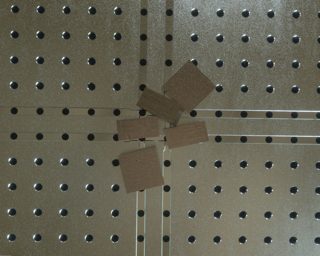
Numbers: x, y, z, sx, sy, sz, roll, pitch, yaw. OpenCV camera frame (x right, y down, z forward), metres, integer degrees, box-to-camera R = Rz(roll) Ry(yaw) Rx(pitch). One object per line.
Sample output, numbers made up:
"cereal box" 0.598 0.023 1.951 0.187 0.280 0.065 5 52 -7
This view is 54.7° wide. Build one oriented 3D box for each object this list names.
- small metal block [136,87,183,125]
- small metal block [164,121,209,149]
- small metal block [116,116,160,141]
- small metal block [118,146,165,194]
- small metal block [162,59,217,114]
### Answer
"small metal block" 0.002 -0.026 0.397 0.050 0.050 0.025 27 90 8
"small metal block" 0.032 0.008 0.401 0.050 0.050 0.025 -12 91 0
"small metal block" -0.027 0.000 0.401 0.050 0.050 0.025 -6 91 0
"small metal block" -0.024 0.055 0.413 0.050 0.025 0.050 -13 90 -1
"small metal block" 0.038 -0.054 0.414 0.050 0.025 0.050 -45 91 -1
